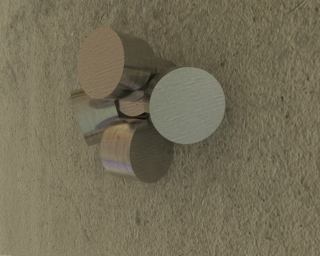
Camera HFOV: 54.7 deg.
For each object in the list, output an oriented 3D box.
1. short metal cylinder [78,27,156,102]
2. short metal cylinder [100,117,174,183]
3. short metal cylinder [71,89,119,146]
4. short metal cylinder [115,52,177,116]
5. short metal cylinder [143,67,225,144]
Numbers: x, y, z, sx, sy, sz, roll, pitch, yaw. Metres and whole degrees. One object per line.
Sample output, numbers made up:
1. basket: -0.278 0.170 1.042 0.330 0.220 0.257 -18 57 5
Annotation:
1. short metal cylinder: -0.052 -0.072 0.365 0.080 0.050 0.079 0 90 39
2. short metal cylinder: -0.027 0.026 0.390 0.050 0.081 0.079 2 92 40
3. short metal cylinder: -0.087 -0.020 0.433 0.080 0.050 0.080 163 89 -81
4. short metal cylinder: -0.017 -0.054 0.402 0.080 0.050 0.079 0 90 39
5. short metal cylinder: 0.024 -0.027 0.341 0.050 0.081 0.079 -132 53 -74
